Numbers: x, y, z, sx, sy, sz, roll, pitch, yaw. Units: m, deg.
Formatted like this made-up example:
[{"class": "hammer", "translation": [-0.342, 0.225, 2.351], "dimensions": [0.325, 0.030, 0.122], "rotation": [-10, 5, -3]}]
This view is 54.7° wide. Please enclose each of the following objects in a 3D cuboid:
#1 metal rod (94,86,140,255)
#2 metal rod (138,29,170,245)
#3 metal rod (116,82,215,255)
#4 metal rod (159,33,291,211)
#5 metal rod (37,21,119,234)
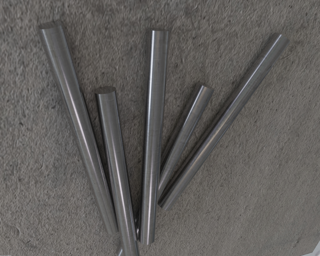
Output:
[{"class": "metal rod", "translation": [-0.051, 0.089, 0.415], "dimensions": [0.025, 0.025, 0.298], "rotation": [-15, 119, -20]}, {"class": "metal rod", "translation": [-0.011, 0.028, 0.399], "dimensions": [0.025, 0.025, 0.298], "rotation": [-8, 116, -25]}, {"class": "metal rod", "translation": [0.001, 0.073, 0.451], "dimensions": [0.025, 0.025, 0.298], "rotation": [12, 112, -34]}, {"class": "metal rod", "translation": [0.086, -0.001, 0.452], "dimensions": [0.025, 0.025, 0.299], "rotation": [24, 105, -37]}, {"class": "metal rod", "translation": [-0.086, 0.025, 0.374], "dimensions": [0.025, 0.025, 0.298], "rotation": [-20, 126, -17]}]
